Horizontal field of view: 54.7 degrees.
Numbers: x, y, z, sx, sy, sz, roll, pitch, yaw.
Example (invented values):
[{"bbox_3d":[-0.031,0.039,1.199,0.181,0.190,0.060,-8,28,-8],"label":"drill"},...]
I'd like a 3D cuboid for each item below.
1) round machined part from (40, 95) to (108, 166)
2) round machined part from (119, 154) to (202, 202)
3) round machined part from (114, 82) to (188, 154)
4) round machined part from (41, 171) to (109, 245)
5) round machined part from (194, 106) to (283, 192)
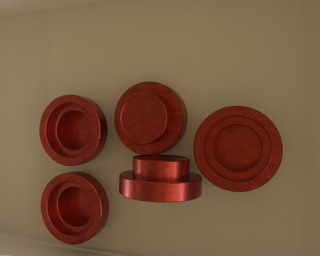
[{"bbox_3d":[-0.118,0.003,0.441,0.098,0.042,0.097,0,90,19],"label":"round machined part"},{"bbox_3d":[0.001,0.056,0.371,0.098,0.098,0.042,2,91,19],"label":"round machined part"},{"bbox_3d":[-0.017,-0.012,0.407,0.098,0.042,0.097,0,90,19],"label":"round machined part"},{"bbox_3d":[-0.116,0.110,0.441,0.098,0.042,0.097,0,90,19],"label":"round machined part"},{"bbox_3d":[0.093,0.024,0.368,0.098,0.042,0.097,0,90,19],"label":"round machined part"}]
